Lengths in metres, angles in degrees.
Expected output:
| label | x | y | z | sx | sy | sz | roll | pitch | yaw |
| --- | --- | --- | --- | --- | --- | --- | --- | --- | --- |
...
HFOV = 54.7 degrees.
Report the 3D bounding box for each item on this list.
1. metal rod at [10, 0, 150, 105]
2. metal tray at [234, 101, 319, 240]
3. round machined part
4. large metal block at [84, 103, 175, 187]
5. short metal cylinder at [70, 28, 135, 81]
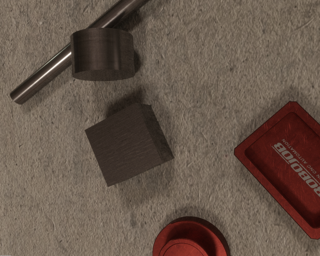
| label | x | y | z | sx | sy | sz | roll | pitch | yaw |
| --- | --- | --- | --- | --- | --- | --- | --- | --- | --- |
| metal rod | -0.104 | -0.127 | 0.444 | 0.300 | 0.025 | 0.025 | -34 | 79 | 16 |
| metal tray | 0.161 | 0.045 | 0.349 | 0.090 | 0.030 | 0.130 | -44 | 77 | 14 |
| round machined part | 0.036 | 0.165 | 0.387 | 0.098 | 0.042 | 0.097 | 0 | 90 | 19 |
| large metal block | -0.039 | 0.022 | 0.409 | 0.080 | 0.050 | 0.080 | -27 | 82 | 17 |
| short metal cylinder | -0.074 | -0.093 | 0.405 | 0.080 | 0.080 | 0.050 | -4 | 89 | 19 |
